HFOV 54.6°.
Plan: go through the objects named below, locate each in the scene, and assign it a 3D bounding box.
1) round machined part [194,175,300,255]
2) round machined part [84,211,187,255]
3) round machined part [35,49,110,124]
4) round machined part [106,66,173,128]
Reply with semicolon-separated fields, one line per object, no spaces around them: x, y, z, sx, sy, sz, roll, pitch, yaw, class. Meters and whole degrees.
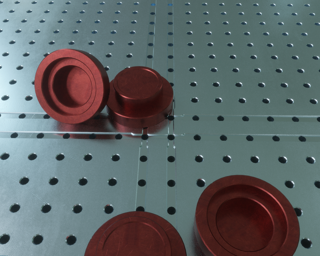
0.083;0.100;0.313;0.099;0.042;0.098;0;50;0;round machined part
-0.024;0.124;0.293;0.099;0.042;0.098;0;50;0;round machined part
-0.114;-0.056;0.420;0.098;0.097;0.042;12;13;9;round machined part
-0.030;-0.050;0.439;0.099;0.042;0.098;0;50;0;round machined part
